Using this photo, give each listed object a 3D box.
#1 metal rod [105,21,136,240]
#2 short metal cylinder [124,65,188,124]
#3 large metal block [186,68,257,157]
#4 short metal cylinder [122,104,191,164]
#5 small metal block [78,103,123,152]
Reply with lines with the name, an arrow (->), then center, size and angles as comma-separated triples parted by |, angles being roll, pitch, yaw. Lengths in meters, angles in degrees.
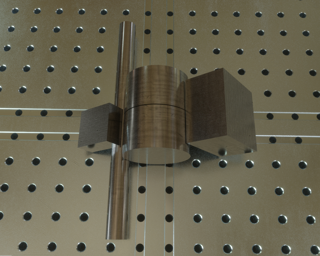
metal rod -> -0.049, -0.011, 0.411 | 0.025, 0.025, 0.299 | 1, 70, 0
short metal cylinder -> -0.004, -0.037, 0.392 | 0.081, 0.080, 0.050 | 0, 70, 0
large metal block -> 0.075, -0.015, 0.377 | 0.050, 0.080, 0.080 | -14, 66, 36
short metal cylinder -> -0.004, 0.010, 0.374 | 0.081, 0.080, 0.050 | 0, 70, 0
small metal block -> -0.076, 0.000, 0.395 | 0.050, 0.025, 0.050 | -13, 65, 32
